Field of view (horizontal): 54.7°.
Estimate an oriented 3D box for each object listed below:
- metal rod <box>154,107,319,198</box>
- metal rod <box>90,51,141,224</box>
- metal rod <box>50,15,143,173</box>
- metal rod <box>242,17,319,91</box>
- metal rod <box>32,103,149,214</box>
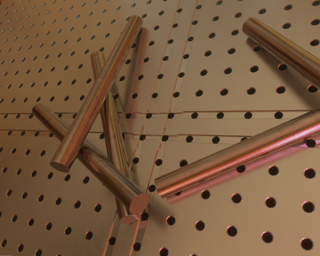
[{"bbox_3d":[0.133,0.008,0.333,0.301,0.025,0.025,-25,53,12],"label":"metal rod"},{"bbox_3d":[-0.072,-0.009,0.449,0.025,0.025,0.299,-26,53,11],"label":"metal rod"},{"bbox_3d":[-0.081,-0.070,0.459,0.025,0.025,0.300,-2,51,27],"label":"metal rod"},{"bbox_3d":[0.173,-0.050,0.320,0.025,0.025,0.300,-34,43,6],"label":"metal rod"},{"bbox_3d":[-0.114,0.025,0.430,0.300,0.025,0.025,31,79,44],"label":"metal rod"}]
